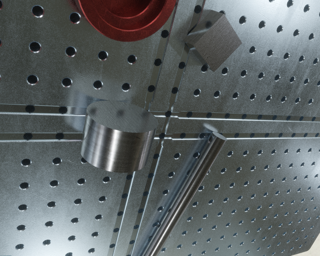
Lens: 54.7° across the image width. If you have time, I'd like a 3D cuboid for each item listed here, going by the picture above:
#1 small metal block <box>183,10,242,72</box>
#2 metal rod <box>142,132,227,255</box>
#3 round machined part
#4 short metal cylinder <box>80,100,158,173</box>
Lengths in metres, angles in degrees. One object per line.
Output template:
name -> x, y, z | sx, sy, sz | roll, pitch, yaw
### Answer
small metal block -> 0.066, -0.107, 0.383 | 0.050, 0.025, 0.050 | -46, 130, 4
metal rod -> 0.026, 0.139, 0.513 | 0.025, 0.025, 0.298 | 15, 110, -35
round machined part -> -0.035, -0.137, 0.297 | 0.099, 0.042, 0.097 | -14, 125, -21
short metal cylinder -> -0.047, 0.008, 0.356 | 0.081, 0.080, 0.050 | 1, 118, -29
